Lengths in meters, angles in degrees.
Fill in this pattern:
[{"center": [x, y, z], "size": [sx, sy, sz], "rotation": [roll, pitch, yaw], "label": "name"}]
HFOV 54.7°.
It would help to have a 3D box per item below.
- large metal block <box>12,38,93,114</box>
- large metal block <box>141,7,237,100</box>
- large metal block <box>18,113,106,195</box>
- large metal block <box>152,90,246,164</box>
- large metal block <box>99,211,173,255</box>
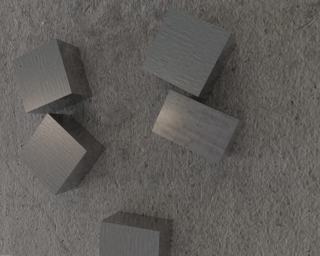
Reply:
[{"center": [-0.156, -0.072, 0.451], "size": [0.080, 0.050, 0.080], "rotation": [-19, 84, 19], "label": "large metal block"}, {"center": [0.037, -0.089, 0.383], "size": [0.080, 0.050, 0.080], "rotation": [29, 100, 17], "label": "large metal block"}, {"center": [-0.140, 0.035, 0.445], "size": [0.080, 0.050, 0.080], "rotation": [41, 103, 15], "label": "large metal block"}, {"center": [0.049, -0.002, 0.362], "size": [0.080, 0.080, 0.050], "rotation": [26, 99, 18], "label": "large metal block"}, {"center": [-0.032, 0.161, 0.407], "size": [0.080, 0.050, 0.079], "rotation": [3, 91, 20], "label": "large metal block"}]
